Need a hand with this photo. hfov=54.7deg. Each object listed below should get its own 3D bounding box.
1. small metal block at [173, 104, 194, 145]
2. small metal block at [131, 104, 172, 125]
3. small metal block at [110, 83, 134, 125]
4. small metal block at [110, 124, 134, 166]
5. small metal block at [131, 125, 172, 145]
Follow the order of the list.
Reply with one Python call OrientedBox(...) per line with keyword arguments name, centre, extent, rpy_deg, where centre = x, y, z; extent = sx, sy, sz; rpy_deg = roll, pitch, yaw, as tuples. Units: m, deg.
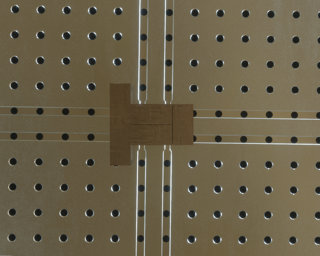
OrientedBox(name="small metal block", centre=(0.028, -0.004, 0.401), extent=(0.025, 0.050, 0.050), rpy_deg=(0, 90, 0))
OrientedBox(name="small metal block", centre=(-0.010, -0.017, 0.400), extent=(0.050, 0.050, 0.025), rpy_deg=(0, 90, -1))
OrientedBox(name="small metal block", centre=(-0.048, -0.029, 0.399), extent=(0.025, 0.050, 0.050), rpy_deg=(0, 90, 0))
OrientedBox(name="small metal block", centre=(-0.048, 0.020, 0.400), extent=(0.025, 0.050, 0.050), rpy_deg=(0, 90, 0))
OrientedBox(name="small metal block", centre=(-0.010, 0.008, 0.400), extent=(0.050, 0.050, 0.025), rpy_deg=(0, 90, -1))
